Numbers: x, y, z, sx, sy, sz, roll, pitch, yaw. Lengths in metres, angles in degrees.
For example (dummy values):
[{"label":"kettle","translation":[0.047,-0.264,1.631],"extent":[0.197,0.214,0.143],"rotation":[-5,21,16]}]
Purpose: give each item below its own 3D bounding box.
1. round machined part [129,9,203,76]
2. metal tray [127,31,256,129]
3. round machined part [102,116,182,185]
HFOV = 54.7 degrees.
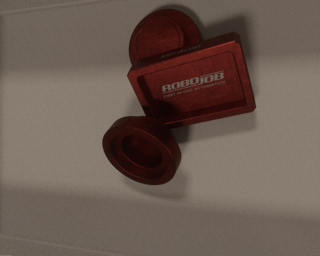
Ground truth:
[{"label":"round machined part","translation":[0.004,-0.105,0.399],"extent":[0.098,0.042,0.097],"rotation":[0,90,19]},{"label":"metal tray","translation":[0.039,-0.050,0.368],"extent":[0.130,0.030,0.090],"rotation":[-12,123,19]},{"label":"round machined part","translation":[-0.019,0.023,0.390],"extent":[0.098,0.042,0.097],"rotation":[15,134,17]}]
